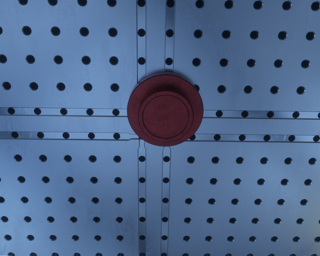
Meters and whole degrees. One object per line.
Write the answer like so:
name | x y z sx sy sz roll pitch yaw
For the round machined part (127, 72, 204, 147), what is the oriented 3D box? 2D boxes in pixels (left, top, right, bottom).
round machined part | 0.007 -0.020 0.397 0.099 0.042 0.097 0 110 -1
